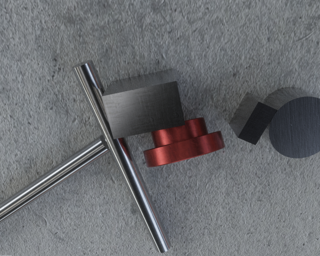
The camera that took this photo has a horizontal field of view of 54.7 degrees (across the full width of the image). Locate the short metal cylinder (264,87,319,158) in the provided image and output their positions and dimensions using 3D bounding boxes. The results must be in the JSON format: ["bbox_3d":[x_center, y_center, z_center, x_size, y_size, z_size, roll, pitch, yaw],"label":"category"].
[{"bbox_3d":[0.171,-0.008,0.396,0.081,0.050,0.079,0,110,-1],"label":"short metal cylinder"}]

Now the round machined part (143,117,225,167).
[{"bbox_3d":[0.026,0.015,0.382,0.098,0.098,0.042,-15,87,5],"label":"round machined part"}]

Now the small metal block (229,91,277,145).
[{"bbox_3d":[0.116,-0.014,0.393,0.025,0.050,0.050,23,108,-9],"label":"small metal block"}]

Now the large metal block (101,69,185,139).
[{"bbox_3d":[-0.017,-0.032,0.368,0.080,0.080,0.050,-11,110,3],"label":"large metal block"}]

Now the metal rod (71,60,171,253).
[{"bbox_3d":[-0.043,0.054,0.418,0.025,0.025,0.298,-18,113,6],"label":"metal rod"}]

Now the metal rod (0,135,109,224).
[{"bbox_3d":[-0.196,0.101,0.444,0.300,0.025,0.025,-33,107,11],"label":"metal rod"}]
